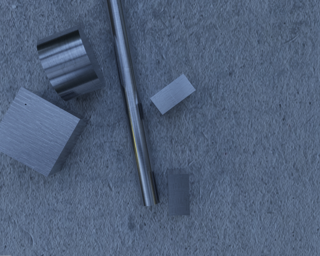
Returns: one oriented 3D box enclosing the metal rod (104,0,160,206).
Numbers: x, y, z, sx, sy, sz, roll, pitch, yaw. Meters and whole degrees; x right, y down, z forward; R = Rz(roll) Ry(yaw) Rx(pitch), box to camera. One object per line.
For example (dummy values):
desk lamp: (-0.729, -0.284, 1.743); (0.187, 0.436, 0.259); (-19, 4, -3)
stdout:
metal rod: (-0.039, -0.047, 0.409); (0.025, 0.025, 0.298); (-10, 90, 0)

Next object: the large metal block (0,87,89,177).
large metal block: (-0.151, 0.004, 0.396); (0.080, 0.050, 0.080); (29, 90, -1)

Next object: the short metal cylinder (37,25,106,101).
short metal cylinder: (-0.107, -0.079, 0.381); (0.050, 0.080, 0.080); (-21, 90, 0)

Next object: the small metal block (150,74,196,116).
small metal block: (0.015, -0.041, 0.398); (0.050, 0.050, 0.025); (-37, 90, 0)

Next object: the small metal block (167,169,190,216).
small metal block: (0.023, 0.080, 0.398); (0.025, 0.050, 0.050); (-2, 90, 0)
